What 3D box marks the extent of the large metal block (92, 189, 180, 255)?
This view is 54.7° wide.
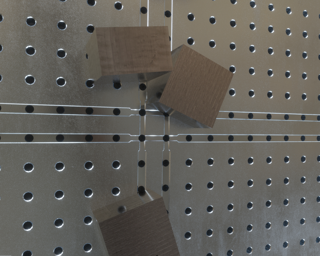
[{"bbox_3d":[-0.031,0.133,0.389,0.081,0.050,0.080,-18,97,-19],"label":"large metal block"}]

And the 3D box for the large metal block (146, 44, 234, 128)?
[{"bbox_3d":[0.040,-0.052,0.415,0.080,0.050,0.080,25,82,-19],"label":"large metal block"}]

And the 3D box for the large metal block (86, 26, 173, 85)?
[{"bbox_3d":[-0.040,-0.084,0.369,0.081,0.080,0.050,-8,93,-20],"label":"large metal block"}]
